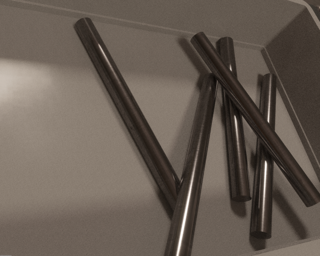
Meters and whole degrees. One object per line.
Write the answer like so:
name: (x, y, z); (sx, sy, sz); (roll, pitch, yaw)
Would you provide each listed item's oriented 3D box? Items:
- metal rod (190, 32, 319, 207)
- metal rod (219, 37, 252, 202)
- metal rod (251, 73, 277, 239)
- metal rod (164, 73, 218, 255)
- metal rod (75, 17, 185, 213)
metal rod: (0.136, -0.021, 0.460); (0.025, 0.025, 0.299); (-22, 74, -36)
metal rod: (0.115, -0.032, 0.489); (0.025, 0.025, 0.300); (16, 55, -20)
metal rod: (0.166, 0.022, 0.483); (0.025, 0.025, 0.300); (27, 52, -12)
metal rod: (0.049, 0.024, 0.396); (0.025, 0.025, 0.300); (29, 45, -11)
metal rod: (-0.037, -0.021, 0.399); (0.025, 0.025, 0.299); (-18, 72, -35)
